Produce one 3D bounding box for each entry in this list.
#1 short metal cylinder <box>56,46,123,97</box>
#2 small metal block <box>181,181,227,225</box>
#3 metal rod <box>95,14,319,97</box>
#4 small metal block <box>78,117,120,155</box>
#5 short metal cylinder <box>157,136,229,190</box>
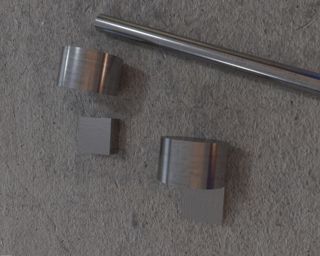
[{"bbox_3d":[-0.092,-0.074,0.412,0.080,0.080,0.050,12,94,19],"label":"short metal cylinder"},{"bbox_3d":[0.056,0.089,0.389,0.050,0.025,0.050,4,91,19],"label":"small metal block"},{"bbox_3d":[0.049,-0.098,0.391,0.301,0.025,0.025,21,97,18],"label":"metal rod"},{"bbox_3d":[-0.087,0.010,0.440,0.050,0.025,0.050,3,91,20],"label":"small metal block"},{"bbox_3d":[0.039,0.038,0.366,0.080,0.080,0.050,6,92,20],"label":"short metal cylinder"}]
